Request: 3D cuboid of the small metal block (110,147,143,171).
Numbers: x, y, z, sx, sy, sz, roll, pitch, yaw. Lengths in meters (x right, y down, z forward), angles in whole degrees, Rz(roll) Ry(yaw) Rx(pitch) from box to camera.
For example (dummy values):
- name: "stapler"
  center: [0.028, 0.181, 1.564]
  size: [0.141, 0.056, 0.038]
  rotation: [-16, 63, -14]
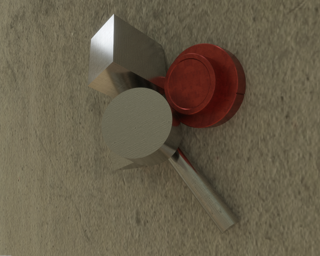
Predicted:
- name: "small metal block"
  center: [-0.029, 0.036, 0.413]
  size: [0.050, 0.050, 0.025]
  rotation: [-26, 73, 36]

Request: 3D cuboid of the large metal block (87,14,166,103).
- name: "large metal block"
  center: [-0.040, -0.080, 0.388]
  size: [0.050, 0.080, 0.080]
  rotation: [-33, 48, 36]

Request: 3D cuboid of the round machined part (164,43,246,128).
- name: "round machined part"
  center: [0.044, -0.049, 0.357]
  size: [0.098, 0.042, 0.097]
  rotation: [0, 90, 39]

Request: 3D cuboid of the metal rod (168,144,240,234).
- name: "metal rod"
  center: [-0.003, 0.003, 0.408]
  size: [0.025, 0.025, 0.300]
  rotation: [-52, 60, 27]

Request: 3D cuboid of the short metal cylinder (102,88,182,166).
- name: "short metal cylinder"
  center: [-0.019, 0.000, 0.356]
  size: [0.080, 0.050, 0.080]
  rotation: [-4, 73, 15]
